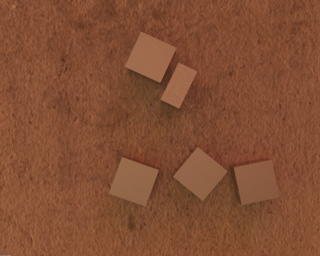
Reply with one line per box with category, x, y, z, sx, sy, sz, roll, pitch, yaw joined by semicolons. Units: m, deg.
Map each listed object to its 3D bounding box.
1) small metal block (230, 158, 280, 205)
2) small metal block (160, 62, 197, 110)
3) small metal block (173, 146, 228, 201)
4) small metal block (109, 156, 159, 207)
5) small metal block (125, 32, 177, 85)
small metal block;0.125;0.070;0.412;0.050;0.025;0.050;-12;90;-1
small metal block;0.023;-0.051;0.398;0.025;0.050;0.050;26;90;0
small metal block;0.052;0.059;0.411;0.050;0.025;0.050;39;90;-1
small metal block;-0.034;0.069;0.410;0.050;0.025;0.050;20;90;-1
small metal block;-0.012;-0.091;0.410;0.050;0.025;0.050;25;90;-1
